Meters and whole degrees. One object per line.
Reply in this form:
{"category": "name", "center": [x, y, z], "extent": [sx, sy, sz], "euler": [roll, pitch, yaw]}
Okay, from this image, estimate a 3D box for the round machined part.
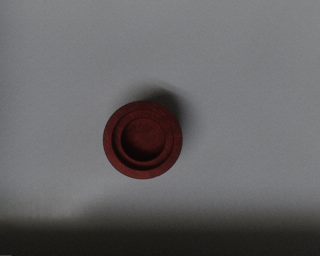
{"category": "round machined part", "center": [-0.021, 0.015, 0.403], "extent": [0.099, 0.042, 0.097], "euler": [0, 90, -1]}
